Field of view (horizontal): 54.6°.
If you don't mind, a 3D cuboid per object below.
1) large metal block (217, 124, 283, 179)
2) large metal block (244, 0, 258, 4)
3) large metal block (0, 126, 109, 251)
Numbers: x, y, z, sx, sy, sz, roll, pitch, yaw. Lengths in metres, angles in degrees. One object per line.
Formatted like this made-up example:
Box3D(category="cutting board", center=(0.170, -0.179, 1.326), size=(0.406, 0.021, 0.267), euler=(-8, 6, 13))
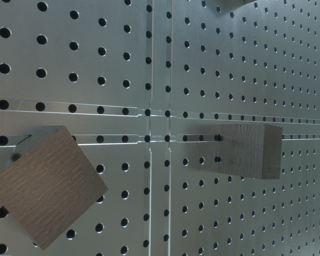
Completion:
Box3D(category="large metal block", center=(0.141, 0.036, 0.490), size=(0.050, 0.080, 0.080), euler=(8, 85, -40))
Box3D(category="large metal block", center=(0.158, -0.275, 0.523), size=(0.080, 0.050, 0.080), euler=(37, 68, -34))
Box3D(category="large metal block", center=(-0.111, 0.053, 0.299), size=(0.080, 0.050, 0.080), euler=(-43, 116, -31))
